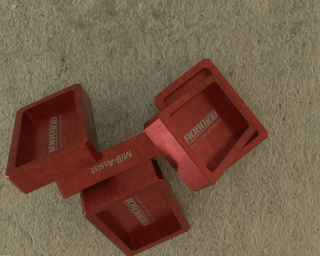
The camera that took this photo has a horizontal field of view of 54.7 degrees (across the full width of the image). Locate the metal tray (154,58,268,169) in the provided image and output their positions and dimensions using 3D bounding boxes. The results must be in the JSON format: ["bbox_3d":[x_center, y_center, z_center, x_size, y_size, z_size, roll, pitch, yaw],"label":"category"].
[{"bbox_3d":[0.065,-0.014,0.409,0.090,0.030,0.130,-38,91,-1],"label":"metal tray"}]

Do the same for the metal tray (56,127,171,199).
[{"bbox_3d":[-0.052,0.037,0.378,0.131,0.090,0.030,-25,90,0],"label":"metal tray"}]

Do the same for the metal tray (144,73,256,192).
[{"bbox_3d":[0.052,-0.001,0.356,0.090,0.030,0.131,52,45,-1],"label":"metal tray"}]

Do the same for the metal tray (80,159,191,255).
[{"bbox_3d":[-0.023,0.100,0.367,0.090,0.030,0.130,-25,135,0],"label":"metal tray"}]

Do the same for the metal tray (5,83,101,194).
[{"bbox_3d":[-0.124,0.005,0.362,0.090,0.130,0.030,-24,129,-1],"label":"metal tray"}]
